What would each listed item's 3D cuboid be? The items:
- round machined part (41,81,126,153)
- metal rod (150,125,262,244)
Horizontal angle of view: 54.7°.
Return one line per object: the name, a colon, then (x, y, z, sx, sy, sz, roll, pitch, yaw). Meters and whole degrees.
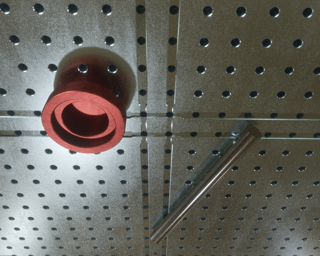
round machined part: (-0.091, -0.017, 0.385, 0.099, 0.042, 0.097, 0, 130, 0)
metal rod: (0.060, 0.106, 0.502, 0.025, 0.025, 0.298, 21, 127, -17)
